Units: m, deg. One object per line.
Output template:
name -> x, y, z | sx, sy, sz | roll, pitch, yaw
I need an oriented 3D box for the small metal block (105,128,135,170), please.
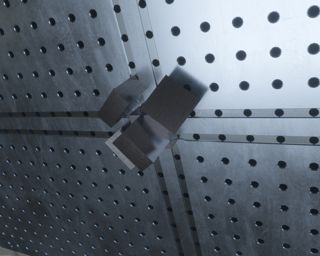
small metal block -> -0.047, 0.027, 0.433 | 0.025, 0.050, 0.050 | -43, 95, 2

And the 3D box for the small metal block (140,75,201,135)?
small metal block -> 0.012, -0.027, 0.371 | 0.050, 0.025, 0.050 | 37, 89, 4

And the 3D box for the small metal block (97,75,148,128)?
small metal block -> -0.048, -0.034, 0.400 | 0.025, 0.050, 0.050 | 42, 129, 0

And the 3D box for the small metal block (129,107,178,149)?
small metal block -> -0.008, 0.000, 0.415 | 0.050, 0.025, 0.050 | 0, 118, 27

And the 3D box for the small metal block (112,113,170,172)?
small metal block -> -0.022, 0.017, 0.386 | 0.050, 0.050, 0.025 | 45, 128, -4
